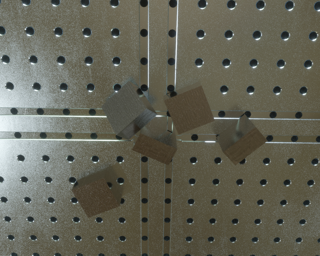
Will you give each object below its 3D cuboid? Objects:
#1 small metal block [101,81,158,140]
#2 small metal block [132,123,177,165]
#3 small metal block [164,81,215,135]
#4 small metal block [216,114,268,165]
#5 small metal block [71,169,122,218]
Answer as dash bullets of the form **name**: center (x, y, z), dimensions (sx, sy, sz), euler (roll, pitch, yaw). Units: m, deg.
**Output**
- **small metal block**: center (-0.039, -0.022, 0.390), dimensions (0.050, 0.050, 0.025), euler (-41, 148, 13)
- **small metal block**: center (-0.007, 0.018, 0.407), dimensions (0.050, 0.050, 0.025), euler (24, 108, -9)
- **small metal block**: center (0.038, -0.026, 0.404), dimensions (0.050, 0.025, 0.050), euler (-21, 109, 7)
- **small metal block**: center (0.105, 0.014, 0.406), dimensions (0.050, 0.050, 0.025), euler (-41, 105, 13)
- **small metal block**: center (-0.090, 0.095, 0.448), dimensions (0.050, 0.025, 0.050), euler (-22, 109, 8)
